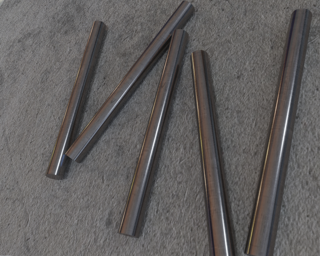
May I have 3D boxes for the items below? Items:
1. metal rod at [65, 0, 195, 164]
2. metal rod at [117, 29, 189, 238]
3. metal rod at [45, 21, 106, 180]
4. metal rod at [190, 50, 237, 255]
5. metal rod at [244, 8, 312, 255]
[{"bbox_3d":[-0.040,-0.076,0.471,0.025,0.025,0.300,27,76,37],"label":"metal rod"},{"bbox_3d":[-0.002,-0.011,0.411,0.025,0.025,0.300,0,61,28],"label":"metal rod"},{"bbox_3d":[-0.132,-0.061,0.510,0.025,0.025,0.300,-6,59,25],"label":"metal rod"},{"bbox_3d":[0.058,0.026,0.357,0.025,0.025,0.299,-15,56,20],"label":"metal rod"},{"bbox_3d":[0.135,-0.012,0.340,0.025,0.025,0.300,5,64,30],"label":"metal rod"}]
